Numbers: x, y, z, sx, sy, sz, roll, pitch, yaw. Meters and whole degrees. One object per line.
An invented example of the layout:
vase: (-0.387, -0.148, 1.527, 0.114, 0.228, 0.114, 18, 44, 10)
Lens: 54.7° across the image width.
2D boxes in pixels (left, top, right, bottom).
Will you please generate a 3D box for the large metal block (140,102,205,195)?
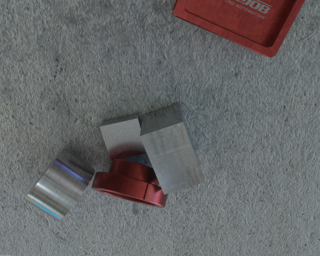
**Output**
large metal block: (0.015, 0.022, 0.389, 0.050, 0.080, 0.080, -19, 109, 7)

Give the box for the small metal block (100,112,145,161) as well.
small metal block: (-0.047, 0.011, 0.414, 0.050, 0.025, 0.050, -12, 110, 4)

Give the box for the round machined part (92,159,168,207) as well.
round machined part: (-0.036, 0.072, 0.407, 0.099, 0.098, 0.042, 17, 73, -7)

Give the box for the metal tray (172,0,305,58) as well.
metal tray: (0.090, -0.147, 0.353, 0.131, 0.030, 0.089, 21, 109, -8)

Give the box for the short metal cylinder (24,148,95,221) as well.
short metal cylinder: (-0.130, 0.073, 0.406, 0.050, 0.080, 0.080, 38, 106, -13)
